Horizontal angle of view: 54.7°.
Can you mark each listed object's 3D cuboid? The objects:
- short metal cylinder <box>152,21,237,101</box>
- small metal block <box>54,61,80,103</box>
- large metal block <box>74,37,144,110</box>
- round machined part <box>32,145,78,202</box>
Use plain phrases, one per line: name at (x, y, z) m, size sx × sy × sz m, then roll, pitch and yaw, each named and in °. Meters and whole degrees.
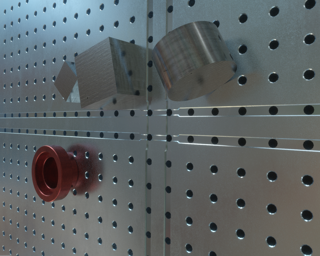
short metal cylinder at (0.037, -0.071, 0.343) m, size 0.080 × 0.081 × 0.050 m, roll -34°, pitch 69°, yaw 35°
small metal block at (-0.153, -0.079, 0.536) m, size 0.050 × 0.025 × 0.050 m, roll 50°, pitch 119°, yaw 28°
large metal block at (-0.076, -0.076, 0.456) m, size 0.080 × 0.050 × 0.080 m, roll -16°, pitch 80°, yaw 39°
round machined part at (-0.183, 0.079, 0.550) m, size 0.098 × 0.042 × 0.097 m, roll 0°, pitch 90°, yaw 40°
